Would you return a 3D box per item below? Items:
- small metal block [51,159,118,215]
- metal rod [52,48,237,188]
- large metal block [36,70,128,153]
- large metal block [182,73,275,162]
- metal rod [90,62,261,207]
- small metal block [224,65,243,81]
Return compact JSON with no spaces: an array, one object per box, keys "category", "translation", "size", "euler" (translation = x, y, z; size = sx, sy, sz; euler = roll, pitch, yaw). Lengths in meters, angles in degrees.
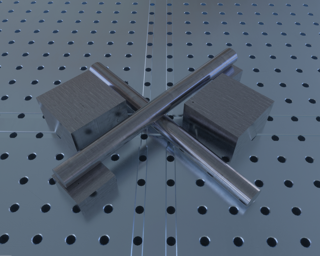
[{"category":"small metal block","translation":[-0.086,0.061,0.356],"size":[0.050,0.025,0.050],"euler":[37,59,27]},{"category":"metal rod","translation":[0.000,-0.028,0.398],"size":[0.025,0.025,0.302],"euler":[37,59,27]},{"category":"large metal block","translation":[-0.100,-0.021,0.408],"size":[0.080,0.050,0.080],"euler":[-36,59,-26]},{"category":"large metal block","translation":[0.087,-0.016,0.406],"size":[0.080,0.050,0.080],"euler":[36,58,26]},{"category":"metal rod","translation":[0.002,-0.007,0.412],"size":[0.025,0.025,0.300],"euler":[-35,59,-26]},{"category":"small metal block","translation":[0.089,-0.080,0.476],"size":[0.050,0.025,0.050],"euler":[-37,59,-27]}]
